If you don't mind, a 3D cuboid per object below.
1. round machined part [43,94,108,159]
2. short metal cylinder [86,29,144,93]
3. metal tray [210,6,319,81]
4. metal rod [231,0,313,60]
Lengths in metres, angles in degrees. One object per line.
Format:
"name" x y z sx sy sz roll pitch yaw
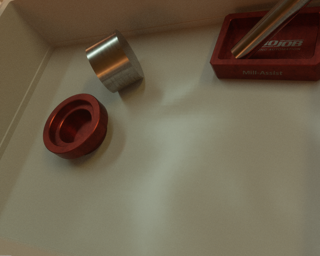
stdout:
"round machined part" -0.117 0.001 0.454 0.098 0.042 0.098 -13 56 20
"short metal cylinder" -0.066 -0.099 0.464 0.050 0.080 0.080 -28 53 11
"metal tray" 0.139 -0.106 0.394 0.130 0.030 0.090 7 65 31
"metal rod" 0.186 -0.176 0.307 0.299 0.025 0.025 -44 44 37
